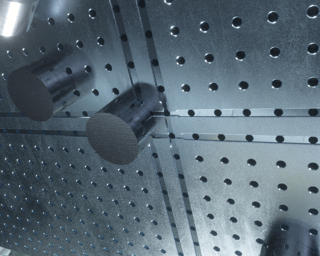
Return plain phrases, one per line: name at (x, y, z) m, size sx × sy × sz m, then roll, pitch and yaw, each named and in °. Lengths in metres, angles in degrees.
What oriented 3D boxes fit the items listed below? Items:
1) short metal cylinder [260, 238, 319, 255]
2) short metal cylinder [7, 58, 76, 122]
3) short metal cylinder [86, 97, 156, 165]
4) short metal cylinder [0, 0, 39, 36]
short metal cylinder at (0.176, 0.199, 0.425) m, size 0.080 × 0.050 × 0.079 m, roll 13°, pitch 124°, yaw 21°
short metal cylinder at (-0.171, -0.056, 0.451) m, size 0.080 × 0.050 × 0.079 m, roll 13°, pitch 124°, yaw 21°
short metal cylinder at (-0.053, 0.004, 0.425) m, size 0.080 × 0.050 × 0.079 m, roll 13°, pitch 124°, yaw 21°
short metal cylinder at (-0.194, -0.160, 0.379) m, size 0.080 × 0.080 × 0.050 m, roll 42°, pitch 129°, yaw -1°
